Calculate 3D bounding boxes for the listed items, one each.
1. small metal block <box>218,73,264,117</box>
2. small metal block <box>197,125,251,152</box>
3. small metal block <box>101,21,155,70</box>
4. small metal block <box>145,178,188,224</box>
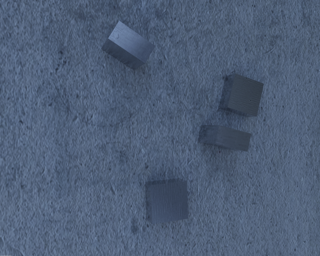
[{"bbox_3d":[0.119,-0.047,0.453,0.050,0.025,0.050,15,85,-20],"label":"small metal block"},{"bbox_3d":[0.088,0.014,0.428,0.050,0.050,0.025,14,86,-20],"label":"small metal block"},{"bbox_3d":[-0.040,-0.099,0.380,0.050,0.050,0.025,31,80,-18],"label":"small metal block"},{"bbox_3d":[0.009,0.096,0.412,0.050,0.025,0.050,-2,91,-20],"label":"small metal block"}]
